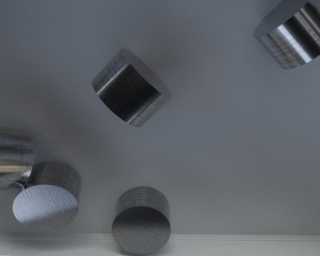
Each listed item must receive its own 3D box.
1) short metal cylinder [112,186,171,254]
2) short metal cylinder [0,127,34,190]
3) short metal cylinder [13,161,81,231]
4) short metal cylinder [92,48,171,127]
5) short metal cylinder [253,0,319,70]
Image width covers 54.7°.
[{"bbox_3d":[-0.026,0.132,0.446,0.081,0.050,0.079,0,110,0],"label":"short metal cylinder"},{"bbox_3d":[-0.205,0.038,0.388,0.080,0.050,0.080,-5,81,34],"label":"short metal cylinder"},{"bbox_3d":[-0.151,0.093,0.422,0.081,0.050,0.079,-5,120,-8],"label":"short metal cylinder"},{"bbox_3d":[-0.032,-0.047,0.364,0.080,0.080,0.050,43,105,-14],"label":"short metal cylinder"},{"bbox_3d":[0.152,-0.111,0.342,0.050,0.080,0.080,43,104,-14],"label":"short metal cylinder"}]
